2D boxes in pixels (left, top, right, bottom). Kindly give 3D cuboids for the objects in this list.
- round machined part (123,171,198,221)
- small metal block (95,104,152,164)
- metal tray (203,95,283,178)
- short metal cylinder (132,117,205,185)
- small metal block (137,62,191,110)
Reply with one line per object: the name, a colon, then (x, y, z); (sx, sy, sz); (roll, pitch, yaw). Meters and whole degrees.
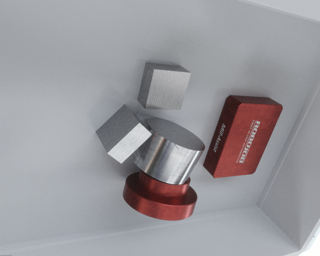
round machined part: (0.003, 0.079, 0.415); (0.099, 0.098, 0.042); (6, 105, -32)
small metal block: (-0.045, 0.006, 0.373); (0.050, 0.050, 0.025); (-44, 130, 2)
metal tray: (0.129, 0.015, 0.488); (0.091, 0.030, 0.129); (0, 119, -29)
short metal cylinder: (0.010, 0.028, 0.398); (0.081, 0.080, 0.050); (14, 111, -35)
small metal block: (0.005, -0.051, 0.381); (0.050, 0.025, 0.050); (0, 119, -29)
